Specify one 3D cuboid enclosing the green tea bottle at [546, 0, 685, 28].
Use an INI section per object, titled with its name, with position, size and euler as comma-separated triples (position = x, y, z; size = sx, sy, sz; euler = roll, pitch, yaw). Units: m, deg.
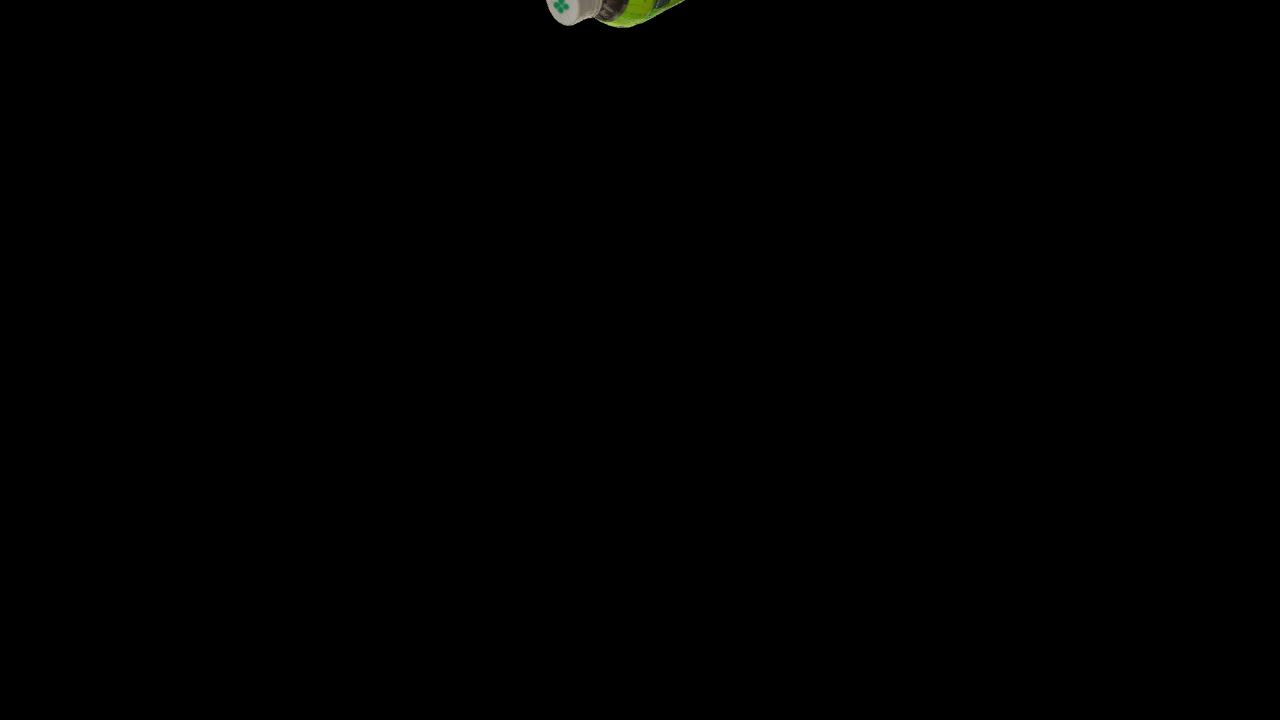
[green tea bottle]
position = 0.011, -0.299, 0.458
size = 0.073, 0.073, 0.212
euler = 0, 36, 45
